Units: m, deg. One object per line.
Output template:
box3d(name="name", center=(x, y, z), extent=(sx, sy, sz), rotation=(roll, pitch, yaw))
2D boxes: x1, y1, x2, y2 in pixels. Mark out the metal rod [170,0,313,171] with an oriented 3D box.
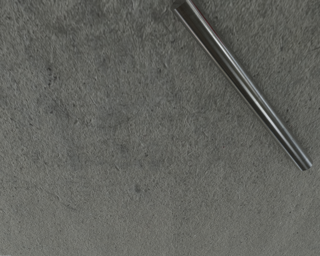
box3d(name="metal rod", center=(0.115, -0.036, 0.377), extent=(0.025, 0.025, 0.300), rotation=(-32, 124, 24))
